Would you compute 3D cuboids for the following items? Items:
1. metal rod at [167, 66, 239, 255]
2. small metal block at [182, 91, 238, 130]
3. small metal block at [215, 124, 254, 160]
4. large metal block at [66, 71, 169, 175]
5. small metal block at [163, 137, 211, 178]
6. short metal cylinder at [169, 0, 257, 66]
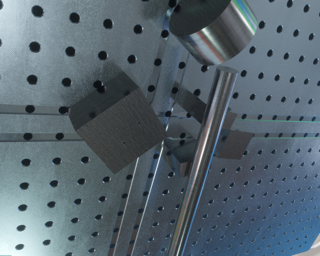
[{"bbox_3d":[0.050,0.064,0.415,0.025,0.025,0.298,-4,121,-27],"label":"metal rod"},{"bbox_3d":[0.067,-0.024,0.419,0.050,0.050,0.025,10,113,-33],"label":"small metal block"},{"bbox_3d":[0.112,0.021,0.488,0.050,0.025,0.050,8,114,-32],"label":"small metal block"},{"bbox_3d":[-0.049,-0.006,0.366,0.080,0.050,0.080,-36,129,-5],"label":"large metal block"},{"bbox_3d":[0.039,0.041,0.444,0.050,0.050,0.025,-11,123,-23],"label":"small metal block"},{"bbox_3d":[0.057,-0.116,0.337,0.080,0.080,0.050,-48,129,5],"label":"short metal cylinder"}]
